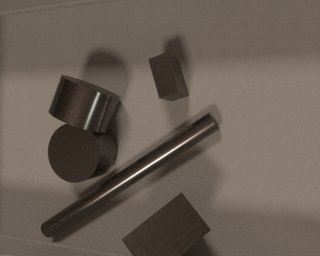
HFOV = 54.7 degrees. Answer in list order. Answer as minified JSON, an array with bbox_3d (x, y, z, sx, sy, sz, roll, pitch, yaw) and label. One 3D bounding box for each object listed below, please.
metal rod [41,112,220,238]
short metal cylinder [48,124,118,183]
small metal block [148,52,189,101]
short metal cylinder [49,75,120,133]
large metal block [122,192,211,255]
[{"bbox_3d":[-0.051,0.072,0.427,0.300,0.025,0.025,-34,79,16],"label":"metal rod"},{"bbox_3d":[-0.107,0.033,0.434,0.080,0.050,0.079,0,90,19],"label":"short metal cylinder"},{"bbox_3d":[0.012,-0.063,0.392,0.025,0.050,0.050,-17,84,19],"label":"small metal block"},{"bbox_3d":[-0.101,-0.033,0.415,0.080,0.080,0.050,25,98,18],"label":"short metal cylinder"},{"bbox_3d":[0.005,0.124,0.363,0.080,0.080,0.050,-36,77,-13],"label":"large metal block"}]
